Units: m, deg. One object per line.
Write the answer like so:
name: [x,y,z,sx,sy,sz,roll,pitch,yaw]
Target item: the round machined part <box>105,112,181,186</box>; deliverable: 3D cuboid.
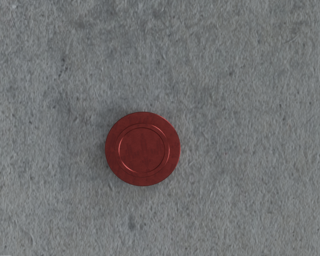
round machined part: [-0.022,0.027,0.401,0.099,0.042,0.097,0,90,-1]
